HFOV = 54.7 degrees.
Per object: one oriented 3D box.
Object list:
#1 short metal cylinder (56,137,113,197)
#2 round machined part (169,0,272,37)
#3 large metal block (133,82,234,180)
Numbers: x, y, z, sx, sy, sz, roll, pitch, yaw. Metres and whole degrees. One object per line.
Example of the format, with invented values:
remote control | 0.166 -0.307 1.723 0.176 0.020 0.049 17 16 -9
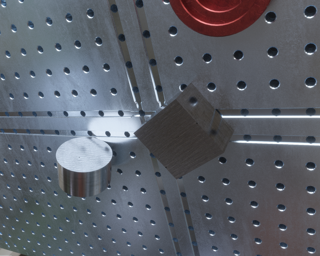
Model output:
short metal cylinder | -0.114 0.057 0.469 0.080 0.080 0.050 20 126 16
round machined part | 0.058 -0.138 0.284 0.098 0.042 0.097 13 124 20
large metal block | 0.029 0.005 0.382 0.080 0.050 0.080 48 129 -6
